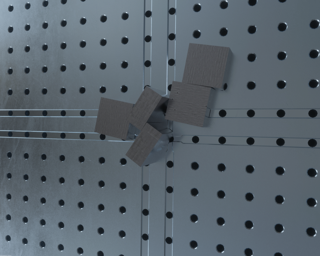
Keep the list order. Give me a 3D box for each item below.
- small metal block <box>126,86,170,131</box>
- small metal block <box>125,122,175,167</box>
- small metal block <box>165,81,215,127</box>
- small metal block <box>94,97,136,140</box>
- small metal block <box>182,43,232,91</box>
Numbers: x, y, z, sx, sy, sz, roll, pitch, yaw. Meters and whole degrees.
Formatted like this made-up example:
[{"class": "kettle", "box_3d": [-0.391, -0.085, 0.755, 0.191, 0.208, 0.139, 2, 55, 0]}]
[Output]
[{"class": "small metal block", "box_3d": [-0.011, -0.024, 0.404, 0.025, 0.050, 0.050, 36, 102, 16]}, {"class": "small metal block", "box_3d": [-0.012, 0.020, 0.404, 0.025, 0.050, 0.050, 37, 102, 16]}, {"class": "small metal block", "box_3d": [0.038, -0.031, 0.399, 0.050, 0.025, 0.050, 13, 94, 19]}, {"class": "small metal block", "box_3d": [-0.059, -0.013, 0.434, 0.050, 0.025, 0.050, 13, 94, 19]}, {"class": "small metal block", "box_3d": [0.060, -0.077, 0.392, 0.050, 0.025, 0.050, 12, 94, 19]}]
